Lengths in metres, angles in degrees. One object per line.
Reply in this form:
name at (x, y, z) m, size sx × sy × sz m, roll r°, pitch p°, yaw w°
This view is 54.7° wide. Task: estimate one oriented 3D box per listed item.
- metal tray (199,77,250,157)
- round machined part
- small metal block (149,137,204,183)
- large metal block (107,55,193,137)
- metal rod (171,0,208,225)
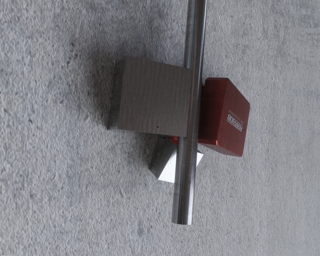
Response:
metal tray at (0.097, -0.011, 0.455) m, size 0.130 × 0.030 × 0.090 m, roll 24°, pitch 75°, yaw -59°
round machined part at (0.040, -0.025, 0.428) m, size 0.099 × 0.042 × 0.097 m, roll 0°, pitch 90°, yaw -40°
small metal block at (0.022, 0.045, 0.412) m, size 0.050 × 0.025 × 0.050 m, roll 20°, pitch 103°, yaw -38°
large metal block at (-0.013, -0.033, 0.365) m, size 0.081 × 0.050 × 0.080 m, roll 7°, pitch 85°, yaw -22°
metal rod at (0.038, -0.036, 0.383) m, size 0.025 × 0.025 × 0.298 m, roll 10°, pitch 82°, yaw -40°
